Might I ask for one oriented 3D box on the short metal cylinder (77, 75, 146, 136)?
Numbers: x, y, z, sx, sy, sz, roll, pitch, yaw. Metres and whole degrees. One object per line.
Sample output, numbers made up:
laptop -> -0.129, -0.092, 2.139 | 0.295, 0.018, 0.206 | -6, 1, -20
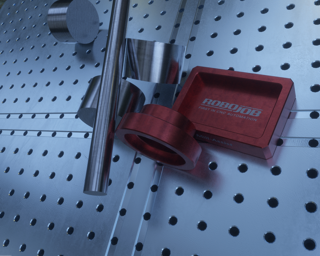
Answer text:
short metal cylinder -> -0.066, -0.029, 0.425 | 0.080, 0.080, 0.050 | 2, 63, 29

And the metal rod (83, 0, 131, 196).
metal rod -> -0.060, -0.068, 0.385 | 0.025, 0.025, 0.299 | -8, 64, 24

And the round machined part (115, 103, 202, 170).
round machined part -> 0.002, 0.007, 0.356 | 0.098, 0.098, 0.042 | 12, 68, 33

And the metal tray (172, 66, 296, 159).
metal tray -> 0.083, -0.024, 0.376 | 0.130, 0.030, 0.090 | 16, 70, 34

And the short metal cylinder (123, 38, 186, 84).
short metal cylinder -> -0.008, -0.092, 0.425 | 0.080, 0.081, 0.050 | 19, 108, 35

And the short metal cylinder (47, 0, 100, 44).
short metal cylinder -> -0.160, -0.199, 0.580 | 0.050, 0.080, 0.080 | 10, 67, 32
